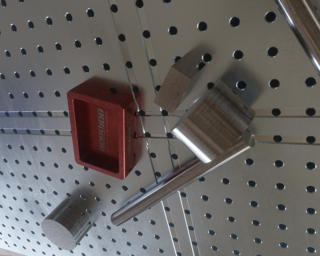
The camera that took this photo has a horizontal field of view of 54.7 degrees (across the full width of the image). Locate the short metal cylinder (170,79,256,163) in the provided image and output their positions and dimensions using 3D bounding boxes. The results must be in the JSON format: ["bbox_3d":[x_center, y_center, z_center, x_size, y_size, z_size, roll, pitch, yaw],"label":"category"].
[{"bbox_3d":[0.057,-0.008,0.340,0.050,0.080,0.080,43,129,-2],"label":"short metal cylinder"}]

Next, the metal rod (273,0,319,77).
[{"bbox_3d":[0.115,-0.118,0.277,0.025,0.025,0.299,-29,103,37],"label":"metal rod"}]

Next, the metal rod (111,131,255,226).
[{"bbox_3d":[0.013,0.087,0.456,0.025,0.025,0.299,46,129,-5],"label":"metal rod"}]

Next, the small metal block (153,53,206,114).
[{"bbox_3d":[0.023,-0.051,0.351,0.025,0.050,0.050,34,129,6],"label":"small metal block"}]

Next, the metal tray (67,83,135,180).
[{"bbox_3d":[-0.084,0.007,0.454,0.090,0.030,0.129,16,125,18],"label":"metal tray"}]

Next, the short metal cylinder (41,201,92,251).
[{"bbox_3d":[-0.183,0.192,0.607,0.080,0.050,0.079,13,124,20],"label":"short metal cylinder"}]
